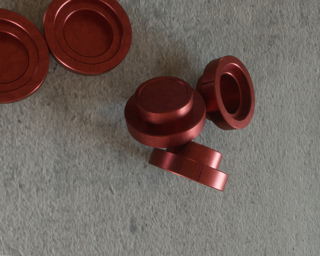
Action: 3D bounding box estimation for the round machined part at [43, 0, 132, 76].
[{"bbox_3d":[-0.086,-0.110,0.369,0.099,0.042,0.097,0,90,-21],"label":"round machined part"}]

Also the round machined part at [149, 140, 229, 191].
[{"bbox_3d":[0.039,0.042,0.385,0.099,0.098,0.042,23,83,-19],"label":"round machined part"}]

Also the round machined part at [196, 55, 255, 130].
[{"bbox_3d":[0.085,-0.045,0.420,0.099,0.042,0.097,9,78,-44],"label":"round machined part"}]

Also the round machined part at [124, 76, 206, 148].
[{"bbox_3d":[0.006,-0.026,0.372,0.099,0.098,0.042,-26,138,-19],"label":"round machined part"}]

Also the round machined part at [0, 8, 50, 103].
[{"bbox_3d":[-0.173,-0.075,0.336,0.099,0.042,0.097,0,90,-21],"label":"round machined part"}]
